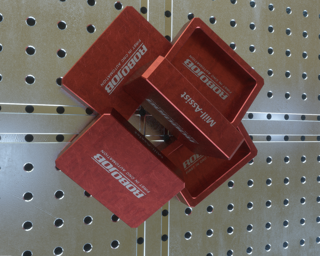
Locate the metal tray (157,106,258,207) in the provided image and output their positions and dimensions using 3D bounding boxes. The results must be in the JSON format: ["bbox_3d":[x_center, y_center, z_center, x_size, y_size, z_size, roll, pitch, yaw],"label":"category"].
[{"bbox_3d":[0.065,0.035,0.434,0.131,0.030,0.090,-35,102,-17],"label":"metal tray"}]

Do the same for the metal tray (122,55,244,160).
[{"bbox_3d":[0.023,-0.019,0.355,0.130,0.090,0.030,42,77,-16],"label":"metal tray"}]

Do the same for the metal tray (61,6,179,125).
[{"bbox_3d":[-0.048,-0.075,0.392,0.090,0.030,0.130,41,77,-16],"label":"metal tray"}]

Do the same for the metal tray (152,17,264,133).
[{"bbox_3d":[0.064,-0.065,0.402,0.130,0.030,0.090,38,78,-17],"label":"metal tray"}]

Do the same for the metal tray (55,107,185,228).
[{"bbox_3d":[-0.045,0.050,0.374,0.090,0.030,0.130,-43,105,11],"label":"metal tray"}]
